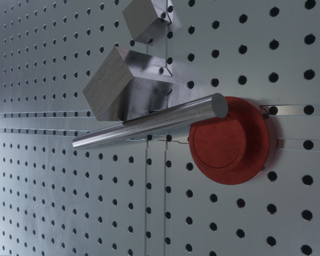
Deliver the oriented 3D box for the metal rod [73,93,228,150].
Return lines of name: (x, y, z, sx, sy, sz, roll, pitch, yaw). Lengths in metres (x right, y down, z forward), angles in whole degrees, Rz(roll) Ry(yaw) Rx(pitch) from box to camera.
metal rod: (-0.039, 0.002, 0.410, 0.299, 0.025, 0.025, -14, 81, 48)

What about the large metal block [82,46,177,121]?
large metal block: (-0.040, -0.053, 0.406, 0.080, 0.081, 0.050, -46, 63, 30)

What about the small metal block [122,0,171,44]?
small metal block: (-0.020, -0.153, 0.426, 0.050, 0.025, 0.050, -33, 70, 35)

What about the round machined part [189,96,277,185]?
round machined part: (0.071, 0.014, 0.339, 0.098, 0.042, 0.097, 0, 90, 40)
